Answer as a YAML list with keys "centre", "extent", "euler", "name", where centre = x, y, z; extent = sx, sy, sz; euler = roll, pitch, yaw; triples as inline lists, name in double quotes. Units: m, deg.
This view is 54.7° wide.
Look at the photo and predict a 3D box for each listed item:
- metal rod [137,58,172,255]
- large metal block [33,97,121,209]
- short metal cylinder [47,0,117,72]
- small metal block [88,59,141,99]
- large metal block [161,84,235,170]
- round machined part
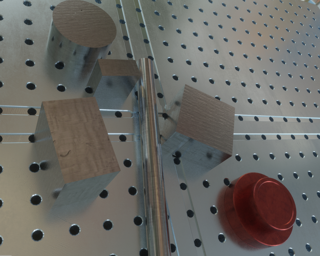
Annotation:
- centre: [-0.010, 0.036, 0.380]
  extent: [0.025, 0.025, 0.299]
  euler: [9, 58, -24]
  name: "metal rod"
- centre: [-0.088, 0.026, 0.310]
  extent: [0.050, 0.080, 0.080]
  euler: [-9, 67, -32]
  name: "large metal block"
- centre: [-0.104, -0.121, 0.410]
  extent: [0.081, 0.050, 0.080]
  euler: [14, 56, -21]
  name: "short metal cylinder"
- centre: [-0.060, -0.062, 0.398]
  extent: [0.050, 0.050, 0.025]
  euler: [-5, 65, -31]
  name: "small metal block"
- centre: [0.052, -0.001, 0.420]
  extent: [0.080, 0.050, 0.080]
  euler: [23, 53, -14]
  name: "large metal block"
- centre: [0.138, 0.104, 0.408]
  extent: [0.099, 0.042, 0.098]
  euler: [14, 56, -21]
  name: "round machined part"
